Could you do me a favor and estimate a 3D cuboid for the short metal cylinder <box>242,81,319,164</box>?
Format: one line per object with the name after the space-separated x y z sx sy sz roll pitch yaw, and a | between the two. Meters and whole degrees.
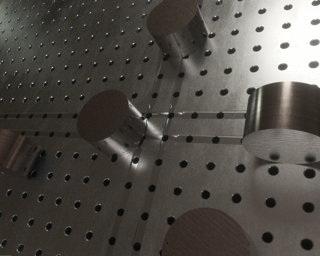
0.126 -0.003 0.308 0.080 0.080 0.050 1 63 28 | short metal cylinder

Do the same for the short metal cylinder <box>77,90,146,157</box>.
-0.066 -0.006 0.429 0.080 0.050 0.080 -13 57 20 | short metal cylinder

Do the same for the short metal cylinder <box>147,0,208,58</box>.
0.027 -0.154 0.471 0.080 0.050 0.080 -13 56 20 | short metal cylinder

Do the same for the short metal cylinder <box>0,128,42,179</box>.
-0.228 0.039 0.466 0.080 0.080 0.050 5 64 30 | short metal cylinder

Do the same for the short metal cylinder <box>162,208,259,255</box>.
0.048 0.121 0.292 0.080 0.050 0.080 -13 56 20 | short metal cylinder
